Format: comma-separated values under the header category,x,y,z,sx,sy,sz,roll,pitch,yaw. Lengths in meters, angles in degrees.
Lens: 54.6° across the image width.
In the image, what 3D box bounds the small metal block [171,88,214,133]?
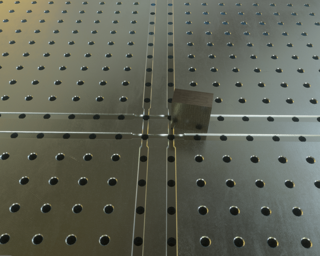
category,x,y,z,sx,sy,sz,roll,pitch,yaw
small metal block,0.042,-0.023,0.411,0.050,0.050,0.025,8,51,7
